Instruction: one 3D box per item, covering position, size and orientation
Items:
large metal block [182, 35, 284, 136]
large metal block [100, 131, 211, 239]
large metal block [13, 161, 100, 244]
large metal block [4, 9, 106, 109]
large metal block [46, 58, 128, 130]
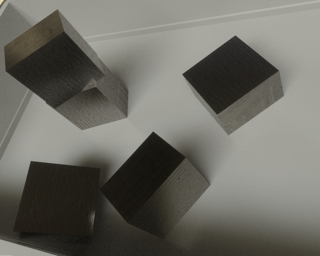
[{"bbox_3d":[0.087,-0.052,0.375,0.080,0.050,0.080,-36,51,4],"label":"large metal block"},{"bbox_3d":[-0.002,0.063,0.331,0.080,0.080,0.050,-48,52,-5],"label":"large metal block"},{"bbox_3d":[-0.119,0.090,0.370,0.081,0.050,0.080,8,58,-12],"label":"large metal block"},{"bbox_3d":[-0.129,-0.082,0.384,0.080,0.080,0.050,-32,52,7],"label":"large metal block"},{"bbox_3d":[-0.102,-0.045,0.450,0.080,0.080,0.050,-14,56,20],"label":"large metal block"}]
